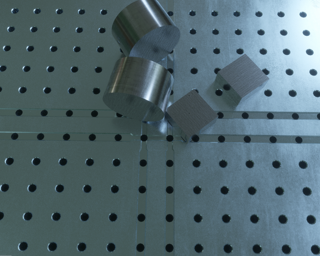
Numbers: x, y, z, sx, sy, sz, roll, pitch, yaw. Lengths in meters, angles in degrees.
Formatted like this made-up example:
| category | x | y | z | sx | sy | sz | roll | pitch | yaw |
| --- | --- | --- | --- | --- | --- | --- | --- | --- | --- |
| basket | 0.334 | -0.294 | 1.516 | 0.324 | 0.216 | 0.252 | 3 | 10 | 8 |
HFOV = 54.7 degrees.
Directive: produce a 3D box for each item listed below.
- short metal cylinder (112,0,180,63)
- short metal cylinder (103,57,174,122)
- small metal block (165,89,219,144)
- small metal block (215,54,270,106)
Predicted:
| category | x | y | z | sx | sy | sz | roll | pitch | yaw |
| --- | --- | --- | --- | --- | --- | --- | --- | --- | --- |
| short metal cylinder | -0.019 | -0.130 | 0.430 | 0.080 | 0.080 | 0.050 | -29 | 73 | -10 |
| short metal cylinder | -0.027 | -0.048 | 0.400 | 0.080 | 0.080 | 0.050 | 14 | 71 | 5 |
| small metal block | 0.042 | -0.016 | 0.418 | 0.050 | 0.025 | 0.050 | -36 | 74 | -12 |
| small metal block | 0.115 | -0.068 | 0.437 | 0.050 | 0.025 | 0.050 | -34 | 74 | -12 |
